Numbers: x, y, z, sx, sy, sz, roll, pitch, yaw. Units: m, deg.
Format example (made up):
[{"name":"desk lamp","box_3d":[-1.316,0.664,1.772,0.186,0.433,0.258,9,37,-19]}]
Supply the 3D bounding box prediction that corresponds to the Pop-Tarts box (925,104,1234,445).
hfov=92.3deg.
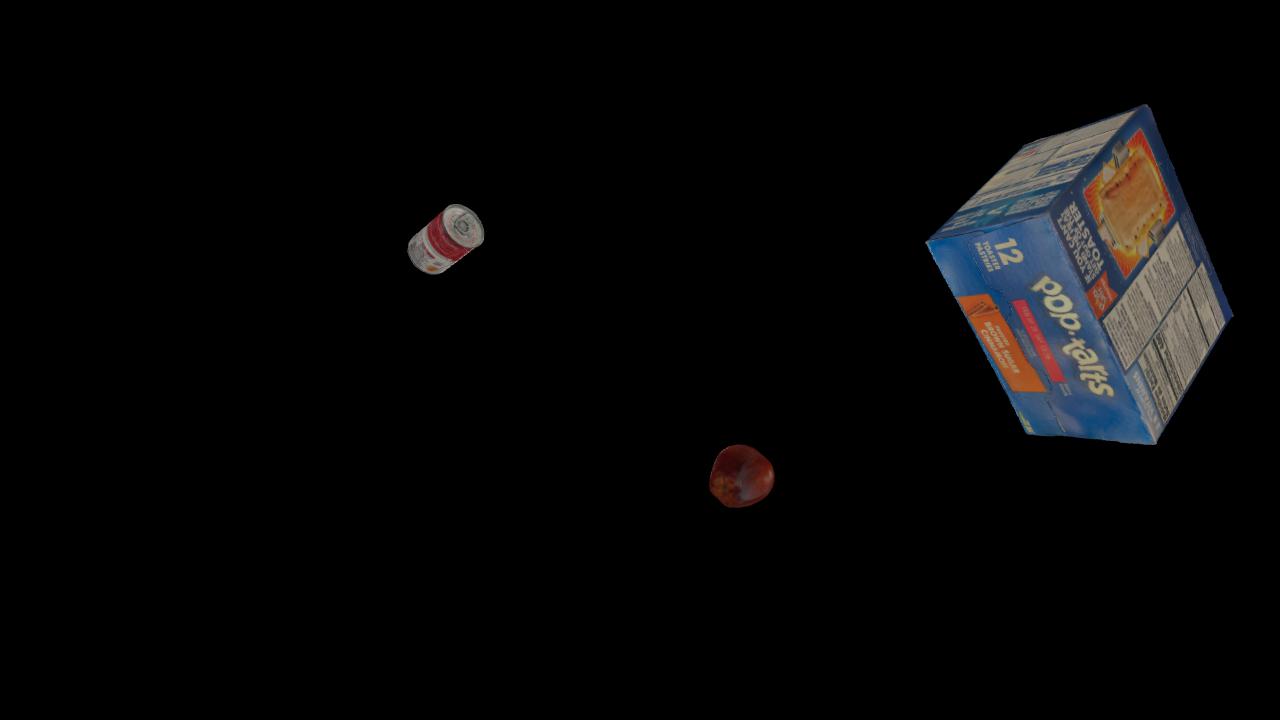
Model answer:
[{"name":"Pop-Tarts box","box_3d":[0.297,-0.054,0.413,0.141,0.167,0.083,-41,14,-23]}]

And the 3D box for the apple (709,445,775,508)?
[{"name":"apple","box_3d":[0.128,0.147,0.781,0.079,0.079,0.093,0,11,41]}]

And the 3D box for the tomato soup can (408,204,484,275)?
[{"name":"tomato soup can","box_3d":[-0.282,-0.172,0.891,0.101,0.068,0.068,-24,-15,38]}]
